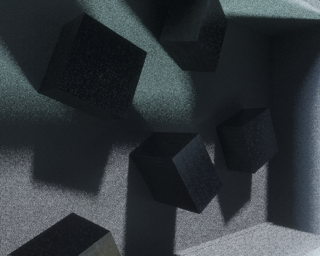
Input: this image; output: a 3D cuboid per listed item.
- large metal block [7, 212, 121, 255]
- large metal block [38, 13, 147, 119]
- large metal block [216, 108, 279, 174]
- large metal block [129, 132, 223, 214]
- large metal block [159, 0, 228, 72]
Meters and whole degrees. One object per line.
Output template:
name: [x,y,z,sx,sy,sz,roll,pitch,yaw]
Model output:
large metal block: [-0.091,0.132,0.295,0.081,0.080,0.050,-30,109,-36]
large metal block: [-0.070,-0.060,0.332,0.080,0.050,0.080,25,74,-37]
large metal block: [0.146,0.019,0.513,0.081,0.050,0.080,-29,108,-36]
large metal block: [0.020,0.052,0.387,0.050,0.080,0.080,-40,115,-33]
large metal block: [0.048,-0.129,0.413,0.080,0.050,0.080,36,66,-59]
